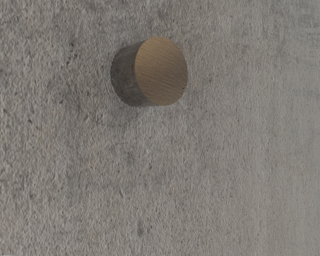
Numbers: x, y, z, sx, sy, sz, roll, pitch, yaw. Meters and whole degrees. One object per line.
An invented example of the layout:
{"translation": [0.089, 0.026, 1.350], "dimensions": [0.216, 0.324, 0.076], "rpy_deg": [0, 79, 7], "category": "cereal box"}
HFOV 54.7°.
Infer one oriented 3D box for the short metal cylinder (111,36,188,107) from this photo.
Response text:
{"translation": [-0.012, -0.066, 0.378], "dimensions": [0.081, 0.050, 0.080], "rpy_deg": [0, 90, -40], "category": "short metal cylinder"}
